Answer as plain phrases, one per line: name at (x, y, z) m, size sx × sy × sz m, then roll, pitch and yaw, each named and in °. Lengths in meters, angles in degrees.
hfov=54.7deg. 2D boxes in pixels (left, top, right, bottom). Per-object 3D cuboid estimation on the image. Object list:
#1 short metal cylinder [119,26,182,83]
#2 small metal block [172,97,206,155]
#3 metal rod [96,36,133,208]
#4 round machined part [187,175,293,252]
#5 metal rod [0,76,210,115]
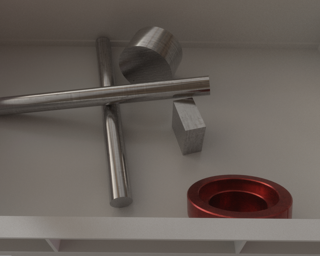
short metal cylinder at (-0.013, -0.100, 0.453) m, size 0.080 × 0.080 × 0.050 m, roll 15°, pitch 52°, yaw 12°
small metal block at (0.035, -0.002, 0.391) m, size 0.025 × 0.050 × 0.050 m, roll -11°, pitch 51°, yaw -10°
metal rod at (-0.069, -0.032, 0.430) m, size 0.025 × 0.025 × 0.300 m, roll -8°, pitch 51°, yaw -7°
round machined part at (0.077, 0.083, 0.304) m, size 0.099 × 0.042 × 0.098 m, roll -2°, pitch 13°, yaw 1°
metal rod at (-0.087, -0.041, 0.407) m, size 0.302 × 0.025 × 0.025 m, roll -5°, pitch 50°, yaw 7°
